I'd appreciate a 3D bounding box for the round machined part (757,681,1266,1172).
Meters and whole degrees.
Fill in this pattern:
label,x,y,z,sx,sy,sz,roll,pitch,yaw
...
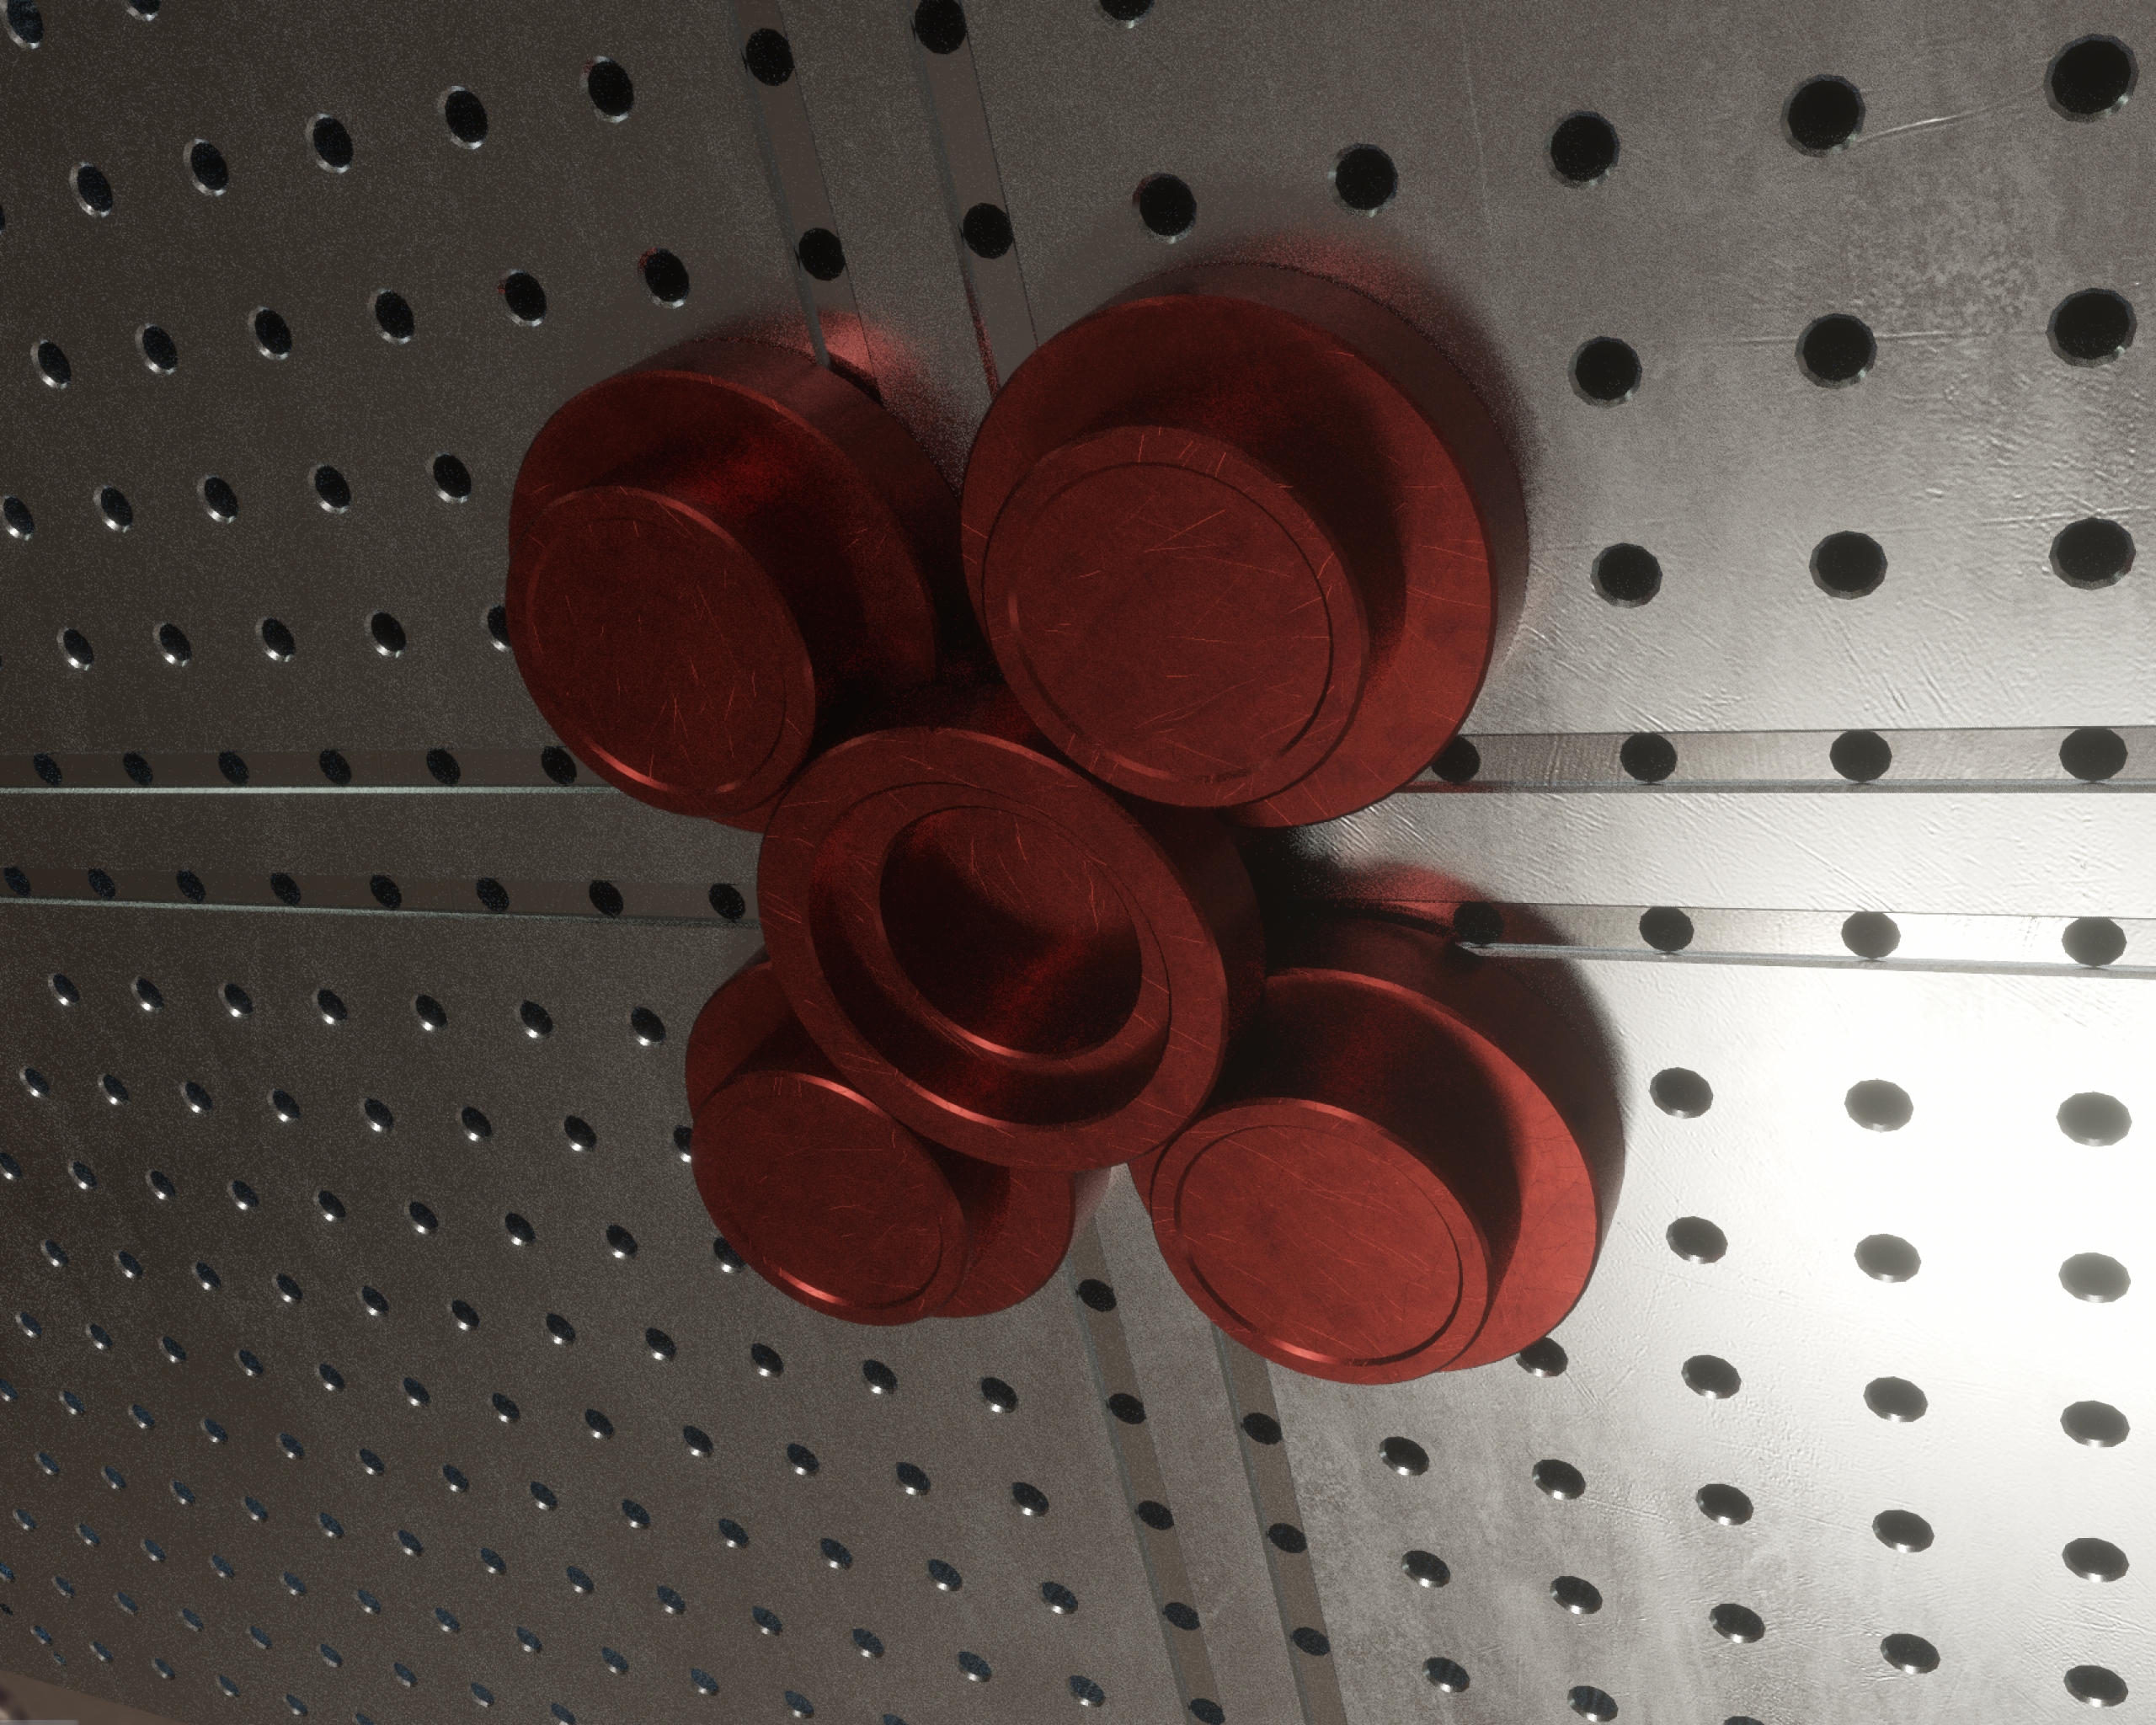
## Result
label,x,y,z,sx,sy,sz,roll,pitch,yaw
round machined part,-0.009,0.009,0.407,0.098,0.042,0.097,13,124,20

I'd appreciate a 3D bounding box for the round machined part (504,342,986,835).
label,x,y,z,sx,sy,sz,roll,pitch,yaw
round machined part,-0.071,-0.047,0.406,0.098,0.042,0.097,13,124,20

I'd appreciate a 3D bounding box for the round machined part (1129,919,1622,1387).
label,x,y,z,sx,sy,sz,roll,pitch,yaw
round machined part,0.053,0.063,0.409,0.098,0.042,0.097,13,124,20

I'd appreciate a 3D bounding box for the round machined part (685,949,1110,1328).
label,x,y,z,sx,sy,sz,roll,pitch,yaw
round machined part,-0.046,0.064,0.462,0.098,0.042,0.097,13,124,20

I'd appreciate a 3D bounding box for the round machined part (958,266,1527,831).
label,x,y,z,sx,sy,sz,roll,pitch,yaw
round machined part,0.023,-0.048,0.357,0.098,0.042,0.097,13,124,20
